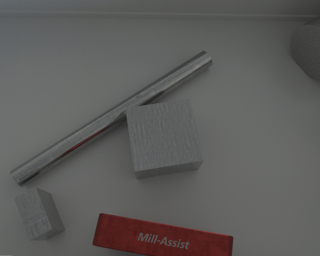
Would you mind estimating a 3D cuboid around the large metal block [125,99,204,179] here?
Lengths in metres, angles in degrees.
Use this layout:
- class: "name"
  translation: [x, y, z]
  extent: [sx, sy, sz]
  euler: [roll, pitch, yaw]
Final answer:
- class: "large metal block"
  translation: [0.004, 0.015, 0.391]
  extent: [0.081, 0.050, 0.080]
  euler: [-9, 70, -4]

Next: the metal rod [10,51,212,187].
- class: "metal rod"
  translation: [-0.055, -0.019, 0.415]
  extent: [0.301, 0.025, 0.025]
  euler: [-34, 74, -12]

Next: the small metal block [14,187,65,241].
- class: "small metal block"
  translation: [-0.138, 0.100, 0.358]
  extent: [0.025, 0.050, 0.050]
  euler: [-26, 72, -9]

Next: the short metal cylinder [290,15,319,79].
- class: "short metal cylinder"
  translation: [0.229, -0.115, 0.425]
  extent: [0.050, 0.080, 0.080]
  euler: [-30, 73, -11]

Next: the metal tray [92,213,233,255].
- class: "metal tray"
  translation: [0.003, 0.120, 0.331]
  extent: [0.131, 0.090, 0.030]
  euler: [9, 71, 3]
